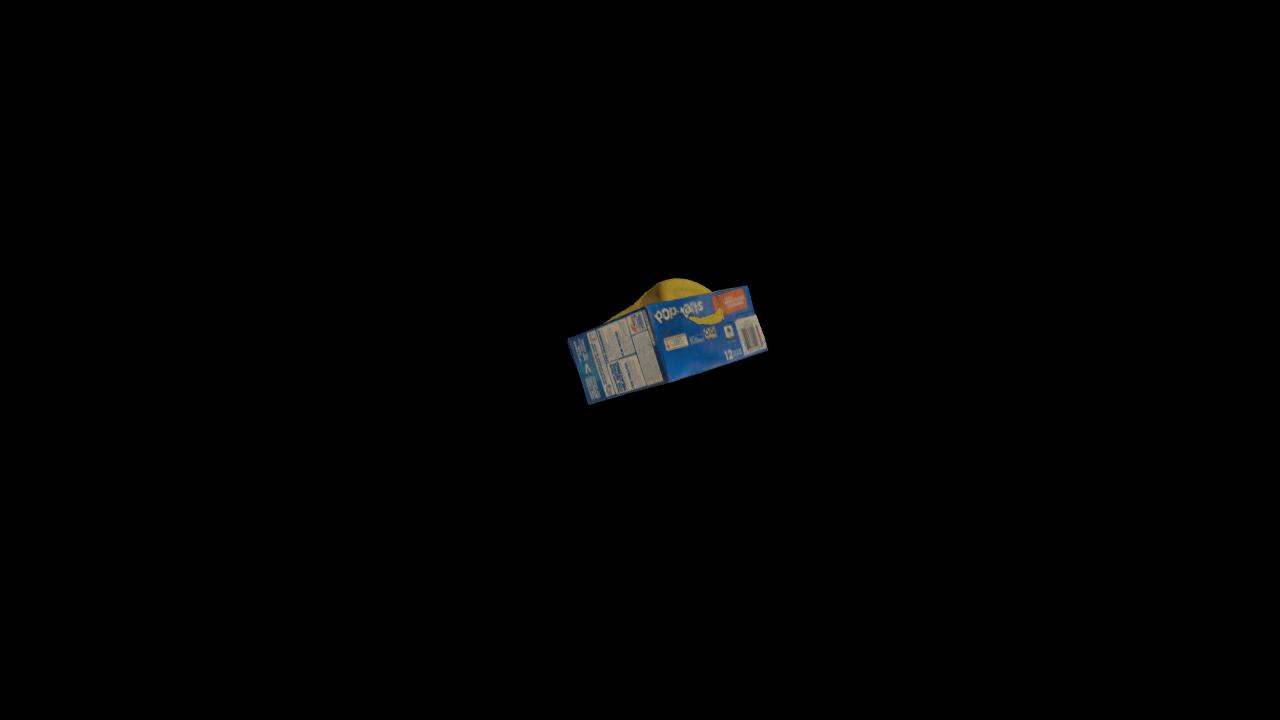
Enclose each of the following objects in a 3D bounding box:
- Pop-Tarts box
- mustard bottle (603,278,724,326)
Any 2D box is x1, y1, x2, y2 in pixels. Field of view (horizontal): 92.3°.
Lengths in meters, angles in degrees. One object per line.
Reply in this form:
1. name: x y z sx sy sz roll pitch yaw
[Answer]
1. Pop-Tarts box: 0.032 -0.018 0.694 0.167 0.083 0.141 -15 -3 -42
2. mustard bottle: 0.003 -0.030 0.704 0.092 0.054 0.184 4 -22 -38
